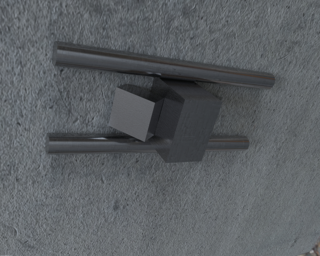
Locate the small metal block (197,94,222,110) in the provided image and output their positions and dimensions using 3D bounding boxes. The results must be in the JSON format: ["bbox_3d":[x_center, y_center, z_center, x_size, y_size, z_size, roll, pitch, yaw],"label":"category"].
[{"bbox_3d":[0.062,-0.016,0.416,0.025,0.050,0.050,19,114,9],"label":"small metal block"}]

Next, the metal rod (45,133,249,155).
[{"bbox_3d":[0.004,0.021,0.425,0.303,0.025,0.025,2,118,-30],"label":"metal rod"}]

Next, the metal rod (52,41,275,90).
[{"bbox_3d":[0.027,-0.071,0.381,0.303,0.025,0.025,1,118,-29],"label":"metal rod"}]

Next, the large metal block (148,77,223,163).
[{"bbox_3d":[0.021,-0.014,0.380,0.050,0.080,0.079,1,118,-29],"label":"large metal block"}]

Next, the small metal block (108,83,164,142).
[{"bbox_3d":[-0.028,-0.019,0.365,0.025,0.050,0.050,-36,146,-60],"label":"small metal block"}]
